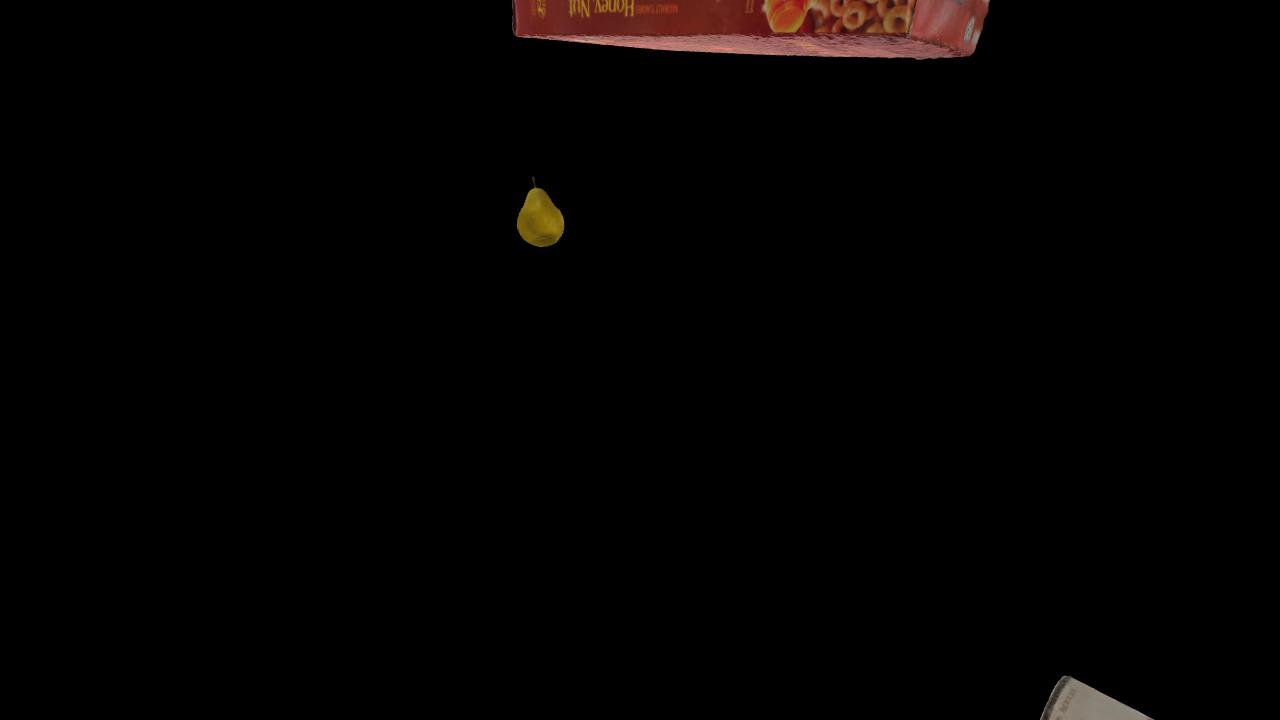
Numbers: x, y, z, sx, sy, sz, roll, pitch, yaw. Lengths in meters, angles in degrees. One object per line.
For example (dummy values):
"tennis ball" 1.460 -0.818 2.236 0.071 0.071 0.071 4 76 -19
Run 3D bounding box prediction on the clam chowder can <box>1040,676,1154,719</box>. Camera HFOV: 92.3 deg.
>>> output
"clam chowder can" 0.341 0.278 0.424 0.068 0.068 0.102 0 12 -39

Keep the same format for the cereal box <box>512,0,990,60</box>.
"cereal box" 0.079 -0.275 0.461 0.306 0.081 0.203 20 30 31

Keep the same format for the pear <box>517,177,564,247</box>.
"pear" -0.168 -0.247 1.028 0.080 0.111 0.080 -4 -16 -1
